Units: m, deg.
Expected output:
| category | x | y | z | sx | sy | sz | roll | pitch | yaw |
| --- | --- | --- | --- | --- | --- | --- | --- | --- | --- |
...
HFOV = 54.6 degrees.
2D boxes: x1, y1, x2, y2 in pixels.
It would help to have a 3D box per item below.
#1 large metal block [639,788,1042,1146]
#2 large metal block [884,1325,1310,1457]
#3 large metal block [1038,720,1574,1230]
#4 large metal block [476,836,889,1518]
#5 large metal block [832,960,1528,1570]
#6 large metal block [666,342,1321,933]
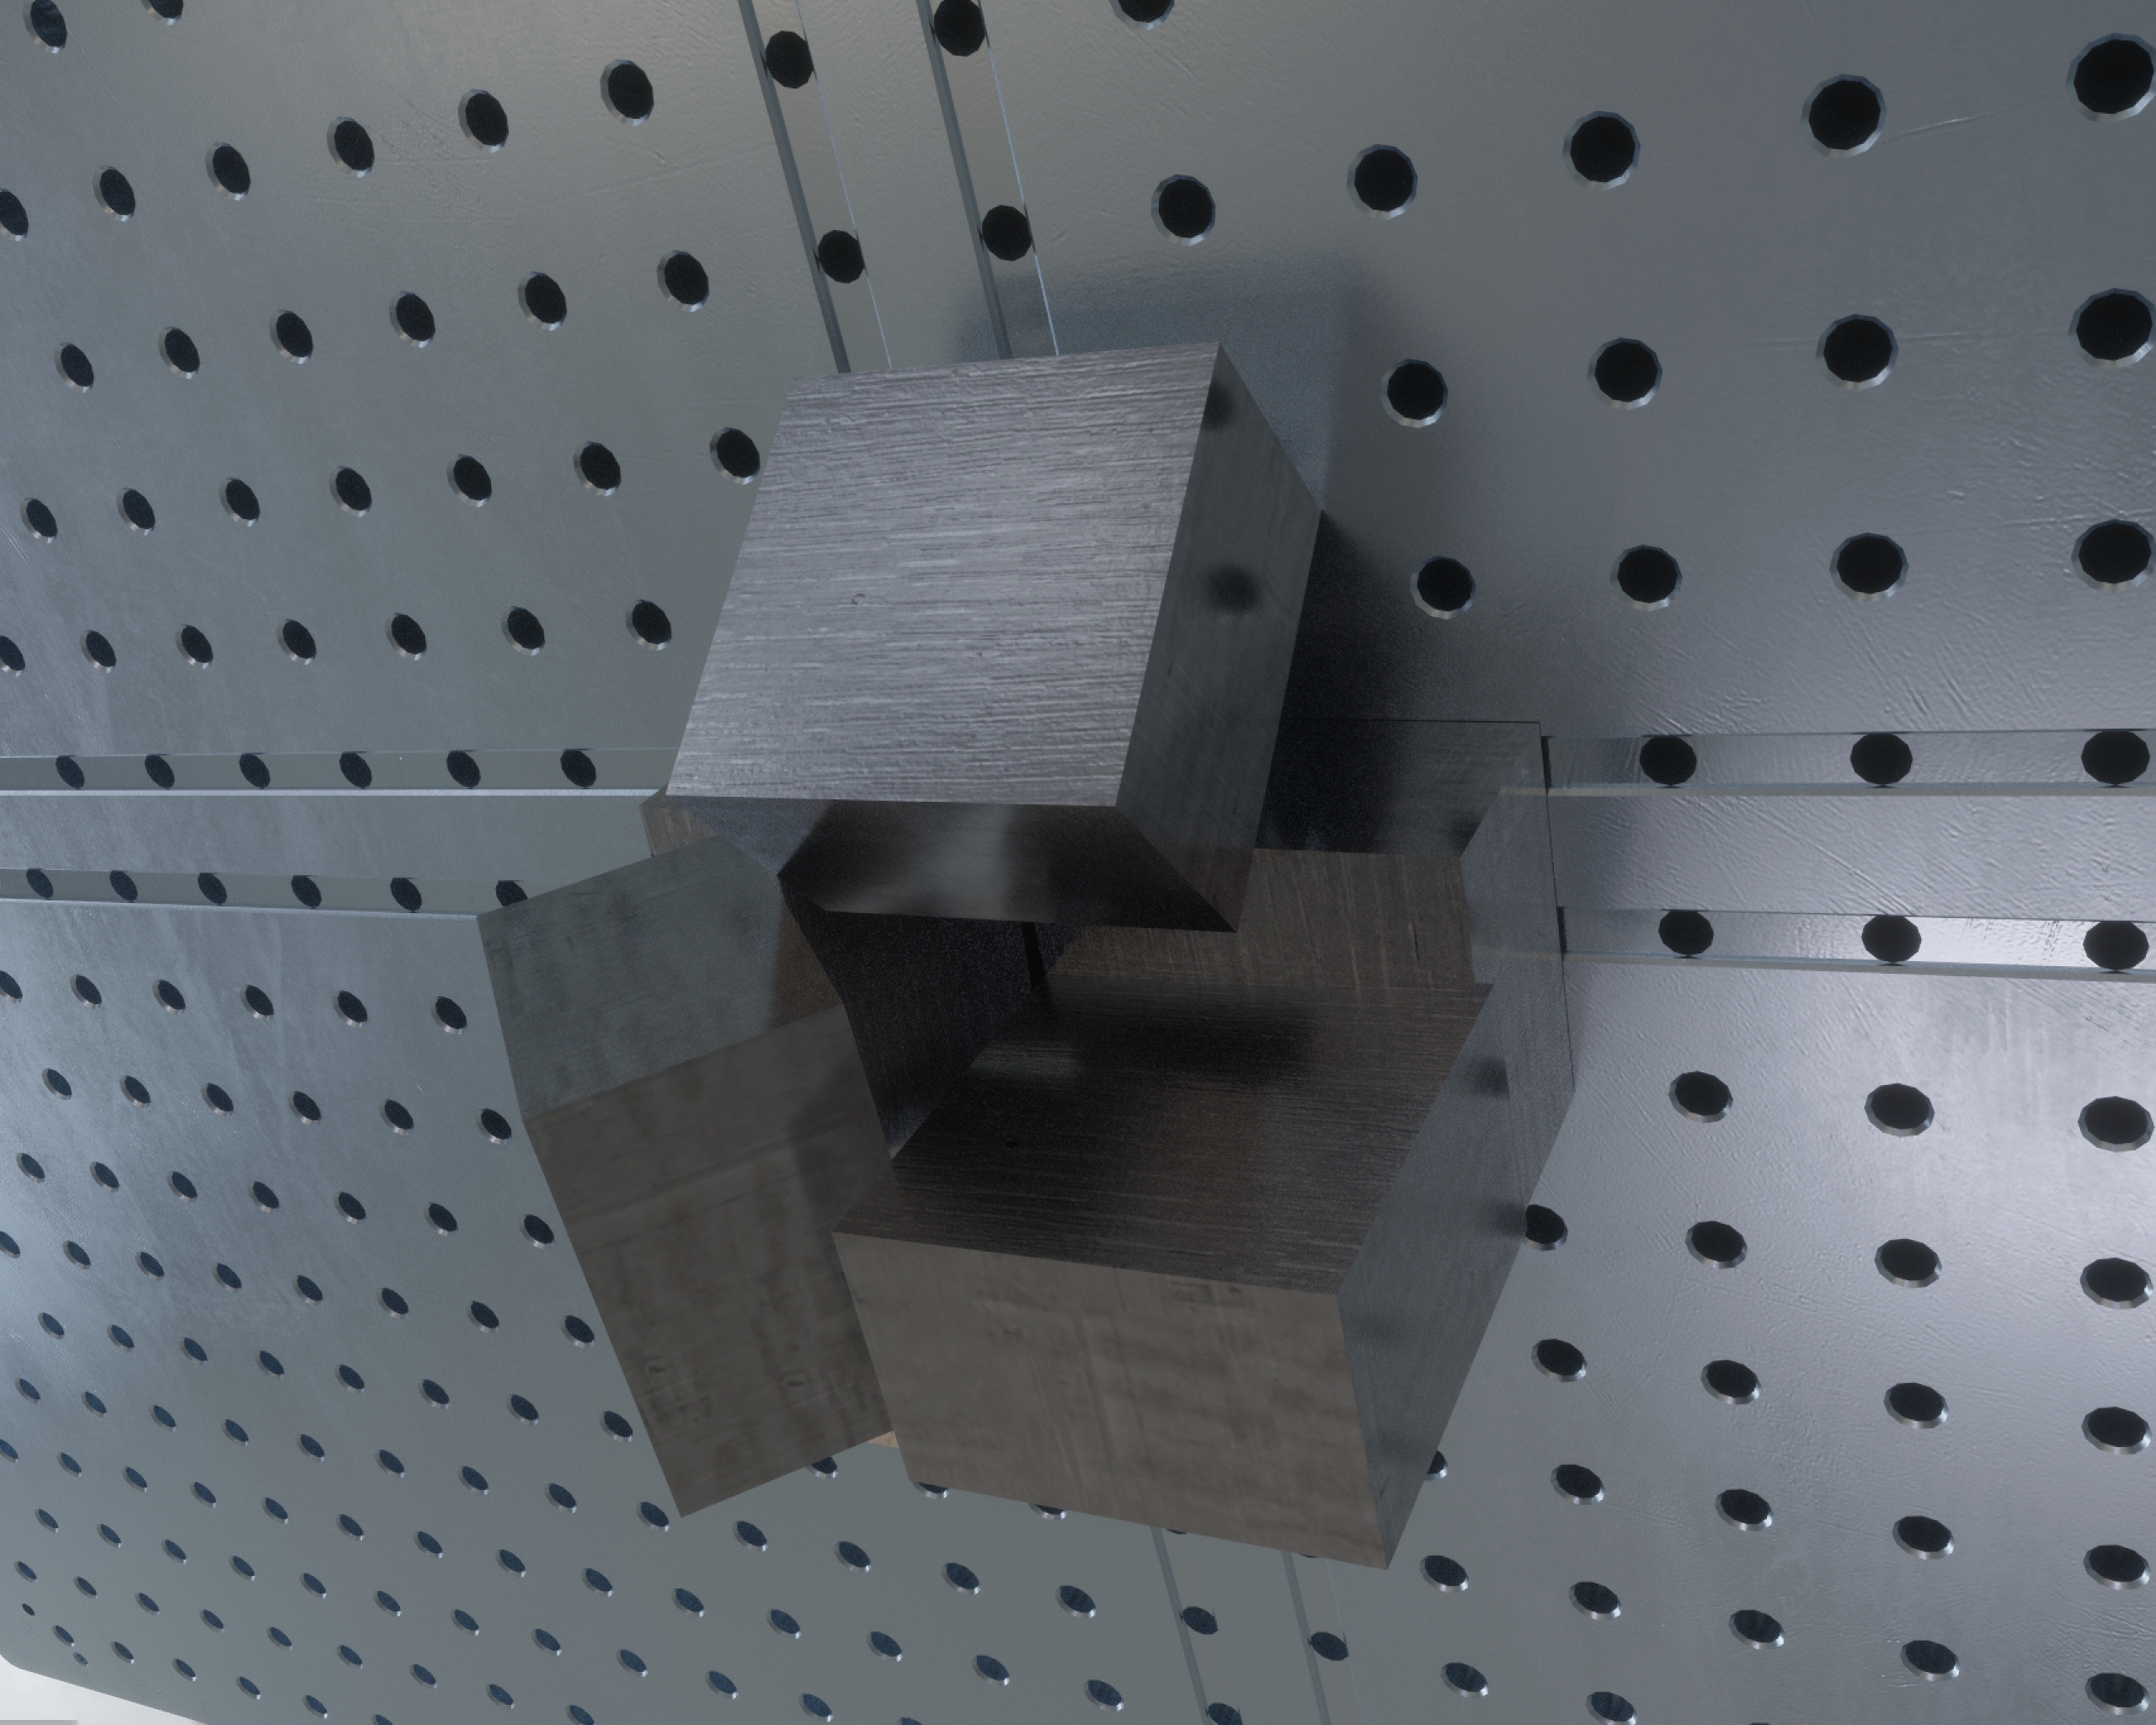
| category | x | y | z | sx | sy | sz | roll | pitch | yaw |
| --- | --- | --- | --- | --- | --- | --- | --- | --- | --- |
| large metal block | -0.033 | 0.016 | 0.423 | 0.080 | 0.050 | 0.080 | 7 | 122 | 25 |
| large metal block | 0.017 | 0.100 | 0.422 | 0.080 | 0.050 | 0.080 | 2 | 164 | 27 |
| large metal block | 0.043 | 0.020 | 0.385 | 0.080 | 0.050 | 0.080 | 3 | 120 | 27 |
| large metal block | -0.064 | 0.050 | 0.366 | 0.050 | 0.080 | 0.080 | -20 | 117 | -13 |
| large metal block | 0.020 | 0.059 | 0.337 | 0.080 | 0.080 | 0.050 | 2 | 119 | 27 |
| large metal block | -0.012 | -0.036 | 0.350 | 0.080 | 0.080 | 0.050 | 2 | 158 | 27 |
